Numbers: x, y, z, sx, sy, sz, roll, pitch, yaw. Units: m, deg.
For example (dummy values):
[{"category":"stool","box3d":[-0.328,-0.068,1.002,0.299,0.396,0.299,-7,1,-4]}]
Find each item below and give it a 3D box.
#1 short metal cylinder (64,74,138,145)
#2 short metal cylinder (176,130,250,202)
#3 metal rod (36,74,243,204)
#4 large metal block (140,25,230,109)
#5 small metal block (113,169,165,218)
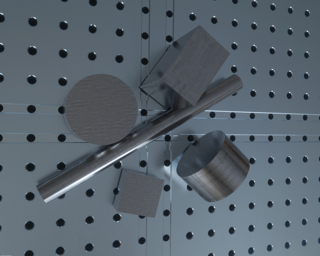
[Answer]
[{"category":"short metal cylinder","box3d":[-0.072,-0.021,0.369,0.081,0.050,0.079,0,90,-20]},{"category":"short metal cylinder","box3d":[0.068,0.049,0.405,0.050,0.080,0.080,45,76,-15]},{"category":"metal rod","box3d":[-0.013,0.005,0.405,0.302,0.025,0.025,-30,100,-18]},{"category":"large metal block","box3d":[0.028,-0.071,0.390,0.050,0.080,0.080,38,78,-16]},{"category":"small metal block","box3d":[-0.028,0.084,0.399,0.050,0.025,0.050,16,85,-20]}]
